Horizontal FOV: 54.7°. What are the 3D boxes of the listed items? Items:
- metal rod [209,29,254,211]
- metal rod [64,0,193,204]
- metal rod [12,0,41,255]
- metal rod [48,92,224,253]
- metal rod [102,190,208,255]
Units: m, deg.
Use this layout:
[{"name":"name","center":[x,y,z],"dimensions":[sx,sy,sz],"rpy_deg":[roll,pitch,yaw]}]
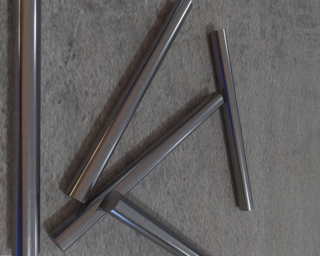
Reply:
[{"name":"metal rod","center":[0.119,-0.007,0.507],"dimensions":[0.025,0.025,0.298],"rpy_deg":[-20,103,-39]},{"name":"metal rod","center":[-0.028,-0.050,0.382],"dimensions":[0.025,0.025,0.300],"rpy_deg":[41,65,-33]},{"name":"metal rod","center":[-0.128,-0.028,0.298],"dimensions":[0.025,0.025,0.298],"rpy_deg":[0,90,-40]},{"name":"metal rod","center":[-0.009,0.036,0.398],"dimensions":[0.302,0.025,0.025],"rpy_deg":[-40,115,-33]},{"name":"metal rod","center":[0.032,0.164,0.416],"dimensions":[0.300,0.025,0.025],"rpy_deg":[46,62,-36]}]
